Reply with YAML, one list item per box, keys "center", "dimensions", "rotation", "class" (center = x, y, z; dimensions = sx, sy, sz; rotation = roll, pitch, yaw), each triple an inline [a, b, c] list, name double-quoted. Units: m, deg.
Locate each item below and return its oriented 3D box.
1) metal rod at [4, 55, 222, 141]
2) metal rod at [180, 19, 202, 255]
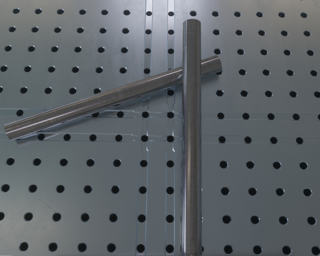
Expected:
- center: [-0.058, -0.044, 0.427]
  dimensions: [0.302, 0.025, 0.025]
  rotation: [-19, 71, -7]
  class: "metal rod"
- center: [0.040, 0.001, 0.394]
  dimensions: [0.025, 0.025, 0.299]
  rotation: [2, 76, 0]
  class: "metal rod"
